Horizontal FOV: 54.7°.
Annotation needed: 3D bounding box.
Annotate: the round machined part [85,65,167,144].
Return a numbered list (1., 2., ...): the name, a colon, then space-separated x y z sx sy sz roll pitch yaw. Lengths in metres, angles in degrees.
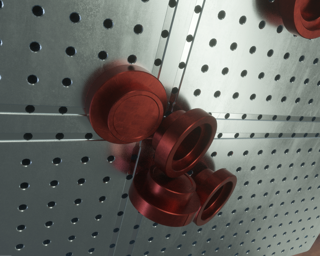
1. round machined part: -0.035 -0.022 0.369 0.099 0.042 0.097 -14 124 -21

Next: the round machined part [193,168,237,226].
1. round machined part: 0.075 0.104 0.495 0.099 0.042 0.097 -33 143 -29

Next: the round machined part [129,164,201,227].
1. round machined part: 0.010 0.085 0.423 0.099 0.098 0.042 8 115 -32

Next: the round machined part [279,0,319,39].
1. round machined part: 0.197 -0.171 0.405 0.099 0.042 0.097 -14 125 -21

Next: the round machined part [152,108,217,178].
1. round machined part: 0.028 0.015 0.413 0.099 0.042 0.097 -34 146 -28
